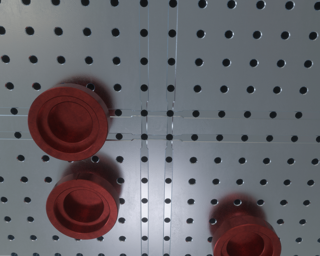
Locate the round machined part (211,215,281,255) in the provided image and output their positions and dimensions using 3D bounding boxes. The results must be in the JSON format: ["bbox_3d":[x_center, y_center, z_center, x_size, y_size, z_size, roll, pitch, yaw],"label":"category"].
[{"bbox_3d":[0.127,0.173,0.469,0.099,0.042,0.097,0,110,0],"label":"round machined part"}]

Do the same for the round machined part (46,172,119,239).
[{"bbox_3d":[-0.106,0.106,0.442,0.099,0.042,0.097,0,110,0],"label":"round machined part"}]

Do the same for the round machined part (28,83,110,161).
[{"bbox_3d":[-0.113,-0.010,0.400,0.099,0.042,0.097,0,110,0],"label":"round machined part"}]
